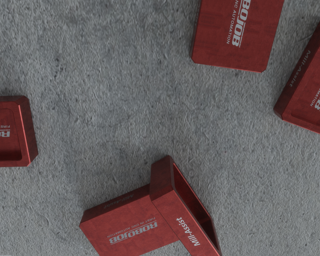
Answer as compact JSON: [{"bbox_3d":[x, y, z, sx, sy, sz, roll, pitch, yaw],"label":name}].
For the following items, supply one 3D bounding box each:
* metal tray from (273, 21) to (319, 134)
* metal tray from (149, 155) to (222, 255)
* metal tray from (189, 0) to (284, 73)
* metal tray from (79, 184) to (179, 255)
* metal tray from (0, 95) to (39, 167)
[{"bbox_3d":[0.215,-0.058,0.387,0.091,0.030,0.129,20,109,-8],"label":"metal tray"},{"bbox_3d":[0.034,0.110,0.415,0.030,0.090,0.130,-30,108,10],"label":"metal tray"},{"bbox_3d":[0.090,-0.136,0.358,0.091,0.030,0.129,8,110,-3],"label":"metal tray"},{"bbox_3d":[-0.040,0.143,0.459,0.130,0.030,0.090,-24,109,8],"label":"metal tray"},{"bbox_3d":[-0.236,0.006,0.406,0.131,0.030,0.089,-2,110,0],"label":"metal tray"}]
